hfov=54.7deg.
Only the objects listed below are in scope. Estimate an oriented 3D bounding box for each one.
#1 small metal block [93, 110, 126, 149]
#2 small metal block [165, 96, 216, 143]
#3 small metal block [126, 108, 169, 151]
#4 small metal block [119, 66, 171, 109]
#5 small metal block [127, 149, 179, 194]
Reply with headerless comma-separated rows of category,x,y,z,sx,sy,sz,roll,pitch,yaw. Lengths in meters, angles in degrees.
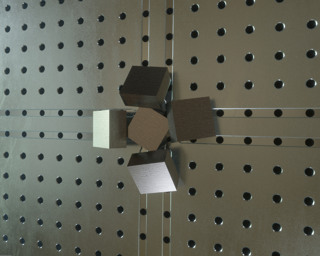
small metal block,-0.069,0.001,0.423,0.050,0.025,0.050,0,90,54
small metal block,0.038,-0.010,0.386,0.050,0.025,0.050,-8,86,-16
small metal block,-0.012,0.001,0.415,0.050,0.025,0.050,33,100,16
small metal block,-0.018,-0.054,0.405,0.050,0.025,0.050,7,56,20
small metal block,-0.008,0.057,0.401,0.050,0.025,0.050,-10,123,19
